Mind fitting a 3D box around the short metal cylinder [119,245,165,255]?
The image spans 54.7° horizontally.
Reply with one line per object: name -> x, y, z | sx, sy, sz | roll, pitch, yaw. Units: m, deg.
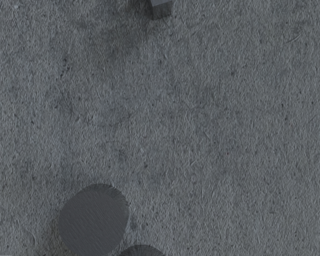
short metal cylinder -> -0.025, 0.199, 0.397 | 0.081, 0.050, 0.079 | 0, 90, 0

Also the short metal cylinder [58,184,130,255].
short metal cylinder -> -0.082, 0.116, 0.397 | 0.081, 0.050, 0.079 | 0, 90, 0

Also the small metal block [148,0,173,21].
small metal block -> -0.005, -0.174, 0.397 | 0.025, 0.050, 0.050 | -18, 90, 0
